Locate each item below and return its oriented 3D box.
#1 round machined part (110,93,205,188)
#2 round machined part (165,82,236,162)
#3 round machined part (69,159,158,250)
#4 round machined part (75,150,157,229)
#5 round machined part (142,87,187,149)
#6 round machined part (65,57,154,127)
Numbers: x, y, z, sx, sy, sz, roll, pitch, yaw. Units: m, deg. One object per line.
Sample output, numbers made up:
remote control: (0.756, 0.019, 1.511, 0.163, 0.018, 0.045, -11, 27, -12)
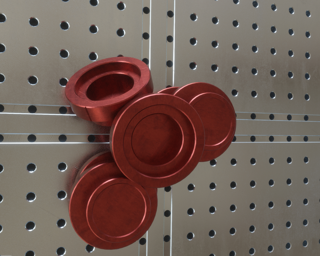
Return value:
round machined part: (-0.005, 0.011, 0.333, 0.099, 0.042, 0.097, -3, 99, -17)
round machined part: (0.051, -0.007, 0.376, 0.099, 0.042, 0.097, 0, 89, -20)
round machined part: (-0.048, 0.085, 0.340, 0.099, 0.042, 0.097, 0, 90, -20)
round machined part: (-0.049, 0.075, 0.363, 0.099, 0.042, 0.097, 0, 90, -20)
round machined part: (0.023, -0.003, 0.390, 0.099, 0.042, 0.097, 0, 90, -20)
round machined part: (-0.056, -0.039, 0.362, 0.099, 0.098, 0.042, -29, 135, -18)
